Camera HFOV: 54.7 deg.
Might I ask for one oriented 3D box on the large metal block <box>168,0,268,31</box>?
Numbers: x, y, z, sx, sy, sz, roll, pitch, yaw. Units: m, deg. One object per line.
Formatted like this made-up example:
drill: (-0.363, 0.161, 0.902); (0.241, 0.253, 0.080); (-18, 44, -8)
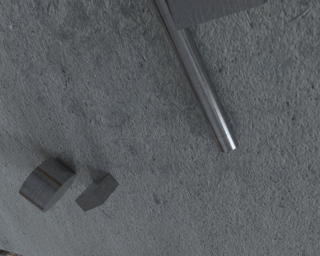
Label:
large metal block: (0.047, -0.143, 0.277); (0.080, 0.050, 0.080); (-7, 115, 31)

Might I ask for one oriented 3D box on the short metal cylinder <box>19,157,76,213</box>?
short metal cylinder: (-0.190, 0.096, 0.528); (0.050, 0.080, 0.080); (38, 129, 2)

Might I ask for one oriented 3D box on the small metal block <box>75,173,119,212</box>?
small metal block: (-0.103, 0.106, 0.508); (0.050, 0.050, 0.025); (-29, 103, 37)

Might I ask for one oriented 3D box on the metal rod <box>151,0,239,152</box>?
metal rod: (0.018, -0.104, 0.331); (0.025, 0.025, 0.299); (-15, 111, 34)
